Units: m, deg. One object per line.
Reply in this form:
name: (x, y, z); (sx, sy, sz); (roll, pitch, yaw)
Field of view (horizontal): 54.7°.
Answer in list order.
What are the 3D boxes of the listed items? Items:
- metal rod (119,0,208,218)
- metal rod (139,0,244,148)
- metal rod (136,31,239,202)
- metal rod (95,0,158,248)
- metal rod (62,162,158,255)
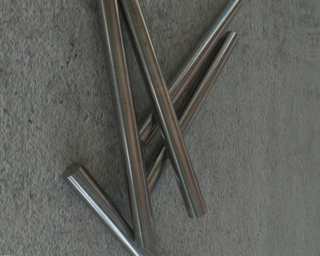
metal rod: (0.000, -0.035, 0.375); (0.025, 0.025, 0.298); (-21, 95, -38)
metal rod: (0.049, -0.096, 0.445); (0.025, 0.025, 0.301); (49, 61, -29)
metal rod: (0.045, -0.029, 0.441); (0.025, 0.025, 0.300); (46, 63, -30)
metal rod: (-0.039, -0.014, 0.355); (0.025, 0.025, 0.298); (-10, 92, -40)
metal rod: (-0.020, 0.159, 0.388); (0.025, 0.025, 0.299); (-47, 118, -30)
